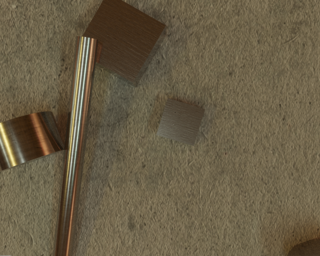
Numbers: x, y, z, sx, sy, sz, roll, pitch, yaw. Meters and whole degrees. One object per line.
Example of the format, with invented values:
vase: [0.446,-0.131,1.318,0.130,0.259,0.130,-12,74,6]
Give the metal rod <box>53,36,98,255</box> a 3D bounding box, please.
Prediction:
metal rod: [-0.107,0.041,0.382,0.025,0.025,0.298,9,101,-1]

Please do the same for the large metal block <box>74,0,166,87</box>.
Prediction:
large metal block: [-0.048,-0.109,0.397,0.080,0.050,0.080,30,90,-1]

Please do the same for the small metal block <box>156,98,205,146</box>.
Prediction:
small metal block: [0.027,-0.008,0.410,0.050,0.025,0.050,17,90,-1]

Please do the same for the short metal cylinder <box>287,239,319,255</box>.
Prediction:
short metal cylinder: [0.207,0.180,0.385,0.080,0.080,0.050,-19,90,0]

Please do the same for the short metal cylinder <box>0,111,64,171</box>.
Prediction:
short metal cylinder: [-0.164,0.016,0.380,0.080,0.080,0.050,-20,90,0]
